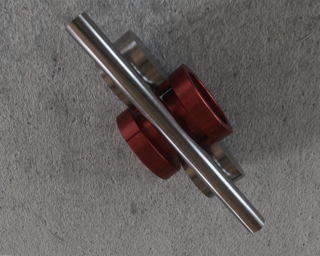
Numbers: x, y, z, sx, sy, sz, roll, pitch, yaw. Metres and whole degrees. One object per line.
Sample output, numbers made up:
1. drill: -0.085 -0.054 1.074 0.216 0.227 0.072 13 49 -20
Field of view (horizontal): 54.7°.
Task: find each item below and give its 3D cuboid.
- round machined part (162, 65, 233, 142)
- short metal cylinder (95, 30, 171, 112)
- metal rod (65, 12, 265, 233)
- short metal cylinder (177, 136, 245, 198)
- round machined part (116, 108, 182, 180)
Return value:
1. round machined part: 0.040 -0.023 0.364 0.042 0.098 0.098 -36 107 17
2. short metal cylinder: -0.028 -0.065 0.357 0.050 0.080 0.080 -37 106 12
3. metal rod: 0.018 0.007 0.329 0.025 0.025 0.300 -38 106 12
4. short metal cylinder: 0.064 0.043 0.398 0.050 0.080 0.080 -37 106 12
5. round machined part: -0.004 0.011 0.375 0.042 0.098 0.098 -39 106 9
